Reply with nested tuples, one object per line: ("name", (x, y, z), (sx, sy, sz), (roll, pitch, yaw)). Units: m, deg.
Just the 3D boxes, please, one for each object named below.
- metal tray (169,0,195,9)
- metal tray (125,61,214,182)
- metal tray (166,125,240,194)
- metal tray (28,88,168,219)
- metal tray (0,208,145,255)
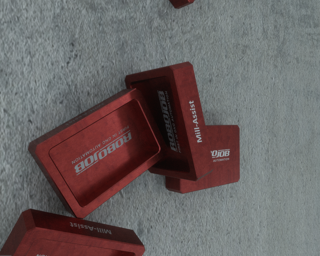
("metal tray", (0.014, -0.240, 0.412), (0.130, 0.030, 0.090), (44, 63, -31))
("metal tray", (0.009, -0.007, 0.369), (0.030, 0.090, 0.129), (-22, 104, -38))
("metal tray", (0.066, 0.041, 0.456), (0.131, 0.030, 0.089), (-1, 91, -40))
("metal tray", (-0.061, 0.024, 0.342), (0.131, 0.030, 0.090), (-35, 112, -29))
("metal tray", (-0.089, 0.138, 0.306), (0.131, 0.030, 0.090), (27, 94, -37))
